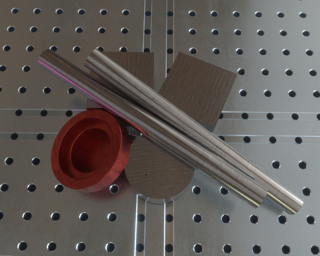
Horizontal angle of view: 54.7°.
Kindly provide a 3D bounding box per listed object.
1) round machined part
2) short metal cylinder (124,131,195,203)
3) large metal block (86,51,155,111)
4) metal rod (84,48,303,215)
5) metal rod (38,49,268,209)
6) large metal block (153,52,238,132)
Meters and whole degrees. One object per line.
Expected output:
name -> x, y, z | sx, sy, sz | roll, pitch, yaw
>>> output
round machined part -> -0.079, 0.030, 0.375 | 0.098, 0.042, 0.098 | -10, 65, 21
short metal cylinder -> 0.000, 0.049, 0.376 | 0.081, 0.050, 0.080 | 0, 70, 0
large metal block -> -0.048, -0.053, 0.410 | 0.081, 0.050, 0.080 | 1, 70, 0
metal rod -> 0.042, 0.006, 0.366 | 0.301, 0.025, 0.025 | 36, 73, -3
metal rod -> -0.016, -0.005, 0.355 | 0.301, 0.025, 0.025 | 33, 73, 10
large metal block -> 0.045, -0.042, 0.409 | 0.080, 0.050, 0.080 | 23, 72, 8
